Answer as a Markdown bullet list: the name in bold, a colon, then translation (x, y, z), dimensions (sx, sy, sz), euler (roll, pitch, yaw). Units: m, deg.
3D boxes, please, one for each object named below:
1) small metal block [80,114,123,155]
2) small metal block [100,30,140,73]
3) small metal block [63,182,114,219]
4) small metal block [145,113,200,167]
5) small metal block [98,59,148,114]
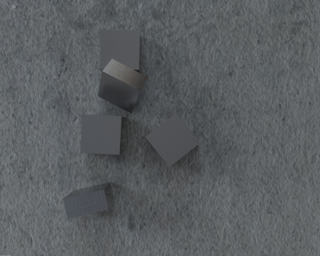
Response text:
- **small metal block**: translation (-0.076, 0.008, 0.409), dimensions (0.050, 0.025, 0.050), euler (3, 90, -1)
- **small metal block**: translation (-0.052, -0.100, 0.409), dimensions (0.050, 0.025, 0.050), euler (1, 90, -1)
- **small metal block**: translation (-0.089, 0.091, 0.396), dimensions (0.050, 0.050, 0.025), euler (-13, 90, 0)
- **small metal block**: translation (0.016, 0.015, 0.410), dimensions (0.050, 0.025, 0.050), euler (-39, 91, 0)
- **small metal block**: translation (-0.048, -0.052, 0.394), dimensions (0.050, 0.050, 0.025), euler (27, 54, -1)
